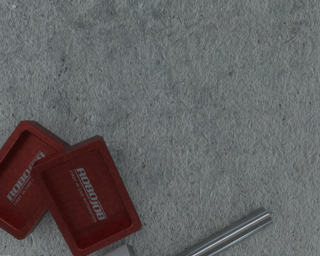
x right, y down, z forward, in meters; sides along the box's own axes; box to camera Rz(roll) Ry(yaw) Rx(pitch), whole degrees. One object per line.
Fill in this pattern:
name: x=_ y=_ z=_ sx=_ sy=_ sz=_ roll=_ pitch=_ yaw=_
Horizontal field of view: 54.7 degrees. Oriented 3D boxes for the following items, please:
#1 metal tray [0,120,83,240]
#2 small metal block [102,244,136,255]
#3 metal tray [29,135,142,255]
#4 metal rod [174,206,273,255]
metal tray: x=-0.174 y=0.066 z=0.405 sx=0.090 sy=0.030 sz=0.130 roll=35 pitch=90 yaw=-1
small metal block: x=-0.053 y=0.186 z=0.399 sx=0.050 sy=0.025 sz=0.050 roll=-28 pitch=61 yaw=-1
metal tray: x=-0.089 y=0.085 z=0.385 sx=0.091 sy=0.030 sz=0.129 roll=-24 pitch=104 yaw=-9
metal rod: x=0.011 y=0.189 z=0.410 sx=0.301 sy=0.025 sz=0.025 roll=-29 pitch=90 yaw=-1
